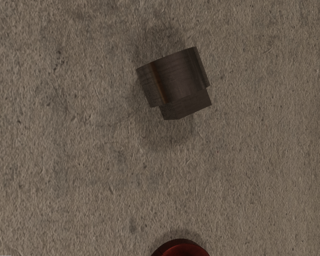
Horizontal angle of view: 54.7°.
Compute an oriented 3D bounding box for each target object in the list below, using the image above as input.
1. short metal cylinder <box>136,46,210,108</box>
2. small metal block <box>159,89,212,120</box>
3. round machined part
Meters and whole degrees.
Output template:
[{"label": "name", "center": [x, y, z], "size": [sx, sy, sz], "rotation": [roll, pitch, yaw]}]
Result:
[{"label": "short metal cylinder", "center": [0.016, -0.063, 0.387], "size": [0.081, 0.080, 0.050], "rotation": [-24, 98, -19]}, {"label": "small metal block", "center": [0.032, -0.032, 0.409], "size": [0.050, 0.050, 0.025], "rotation": [-24, 98, -19]}, {"label": "round machined part", "center": [0.031, 0.203, 0.413], "size": [0.099, 0.042, 0.097], "rotation": [0, 90, -21]}]
